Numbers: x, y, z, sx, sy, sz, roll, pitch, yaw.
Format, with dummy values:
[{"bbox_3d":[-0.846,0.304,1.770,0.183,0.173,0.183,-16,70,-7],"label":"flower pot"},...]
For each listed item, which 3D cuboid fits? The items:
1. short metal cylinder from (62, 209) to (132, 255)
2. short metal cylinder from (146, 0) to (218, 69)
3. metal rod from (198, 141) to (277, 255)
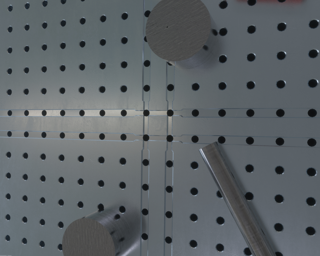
[{"bbox_3d":[-0.086,0.158,0.430,0.080,0.050,0.080,0,90,20],"label":"short metal cylinder"},{"bbox_3d":[0.029,-0.119,0.389,0.080,0.050,0.080,0,90,20],"label":"short metal cylinder"},{"bbox_3d":[0.126,0.155,0.367,0.025,0.025,0.299,-29,81,17],"label":"metal rod"}]
